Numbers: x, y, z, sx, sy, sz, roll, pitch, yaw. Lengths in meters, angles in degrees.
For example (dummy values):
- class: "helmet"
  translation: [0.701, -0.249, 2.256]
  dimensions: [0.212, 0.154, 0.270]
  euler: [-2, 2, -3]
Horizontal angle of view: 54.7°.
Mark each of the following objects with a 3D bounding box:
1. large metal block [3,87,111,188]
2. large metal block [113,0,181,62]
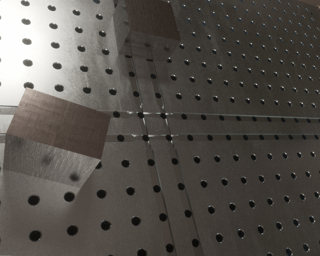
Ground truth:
- class: "large metal block"
  translation: [-0.104, 0.014, 0.309]
  dimensions: [0.081, 0.080, 0.050]
  euler: [19, 55, -18]
- class: "large metal block"
  translation: [-0.022, -0.154, 0.476]
  dimensions: [0.081, 0.050, 0.080]
  euler: [3, 60, -27]
